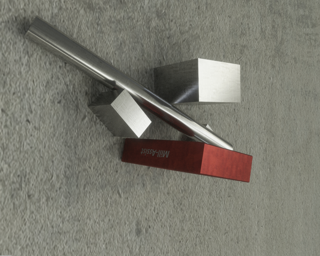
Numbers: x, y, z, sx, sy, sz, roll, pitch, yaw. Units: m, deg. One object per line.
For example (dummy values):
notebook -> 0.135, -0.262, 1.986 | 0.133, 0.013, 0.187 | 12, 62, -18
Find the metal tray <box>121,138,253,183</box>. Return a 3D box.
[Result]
metal tray -> 0.028, 0.036, 0.363 | 0.091, 0.130, 0.030 | 16, 80, -39

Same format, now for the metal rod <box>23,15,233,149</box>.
metal rod -> -0.015, -0.033, 0.378 | 0.301, 0.025, 0.025 | 31, 71, -31

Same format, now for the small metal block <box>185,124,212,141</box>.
small metal block -> 0.063, 0.029, 0.462 | 0.050, 0.025, 0.050 | 49, 61, -29

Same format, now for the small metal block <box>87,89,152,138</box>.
small metal block -> -0.046, -0.016, 0.352 | 0.050, 0.050, 0.025 | 52, 59, -28

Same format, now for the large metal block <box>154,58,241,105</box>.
large metal block -> 0.049, -0.057, 0.412 | 0.081, 0.080, 0.050 | -3, 92, -40
